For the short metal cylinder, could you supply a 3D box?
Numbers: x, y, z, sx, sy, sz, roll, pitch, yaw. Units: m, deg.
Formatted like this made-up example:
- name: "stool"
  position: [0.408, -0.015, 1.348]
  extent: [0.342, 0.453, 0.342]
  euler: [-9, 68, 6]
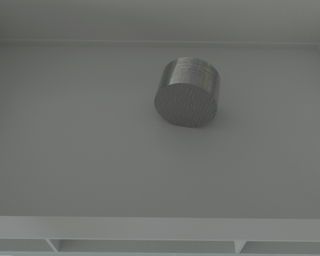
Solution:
- name: "short metal cylinder"
  position: [0.037, -0.046, 0.408]
  extent: [0.080, 0.080, 0.050]
  euler: [9, 51, 7]
